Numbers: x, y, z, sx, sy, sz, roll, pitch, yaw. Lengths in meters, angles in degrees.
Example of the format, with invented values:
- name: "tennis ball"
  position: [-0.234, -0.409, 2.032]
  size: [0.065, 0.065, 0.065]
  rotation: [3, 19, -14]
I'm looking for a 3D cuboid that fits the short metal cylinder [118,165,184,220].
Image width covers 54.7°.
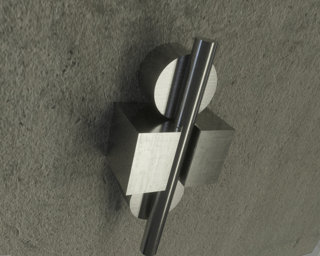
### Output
- name: "short metal cylinder"
  position: [-0.013, 0.081, 0.436]
  size: [0.081, 0.050, 0.079]
  rotation: [-14, 124, -21]

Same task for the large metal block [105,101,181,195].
- name: "large metal block"
  position: [-0.024, 0.021, 0.372]
  size: [0.050, 0.080, 0.079]
  rotation: [-1, 119, -28]

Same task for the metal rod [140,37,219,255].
- name: "metal rod"
  position: [0.016, 0.041, 0.377]
  size: [0.025, 0.025, 0.298]
  rotation: [-1, 119, -28]

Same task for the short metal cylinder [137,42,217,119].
- name: "short metal cylinder"
  position: [0.020, -0.056, 0.368]
  size: [0.081, 0.050, 0.079]
  rotation: [-14, 124, -21]

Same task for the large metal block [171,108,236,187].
- name: "large metal block"
  position: [0.044, 0.019, 0.408]
  size: [0.050, 0.080, 0.079]
  rotation: [-1, 119, -28]
